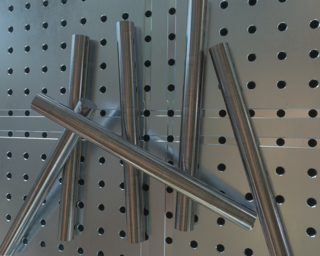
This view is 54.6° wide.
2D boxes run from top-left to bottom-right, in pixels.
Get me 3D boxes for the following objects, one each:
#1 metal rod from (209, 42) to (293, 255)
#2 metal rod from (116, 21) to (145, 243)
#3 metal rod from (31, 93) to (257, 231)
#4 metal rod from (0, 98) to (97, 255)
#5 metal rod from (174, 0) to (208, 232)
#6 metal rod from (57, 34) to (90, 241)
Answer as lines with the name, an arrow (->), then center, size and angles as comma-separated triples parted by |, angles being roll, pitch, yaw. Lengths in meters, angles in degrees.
metal rod -> 0.112, 0.042, 0.372 | 0.025, 0.025, 0.299 | -17, 84, 19
metal rod -> -0.040, 0.005, 0.427 | 0.025, 0.025, 0.298 | -3, 89, 20
metal rod -> -0.023, 0.038, 0.379 | 0.301, 0.025, 0.025 | 29, 100, 5
metal rod -> -0.172, 0.085, 0.454 | 0.025, 0.025, 0.299 | 39, 110, 16
metal rod -> 0.040, -0.019, 0.398 | 0.025, 0.025, 0.298 | 4, 91, 20
metal rod -> -0.128, 0.015, 0.458 | 0.025, 0.025, 0.298 | 5, 92, 20
